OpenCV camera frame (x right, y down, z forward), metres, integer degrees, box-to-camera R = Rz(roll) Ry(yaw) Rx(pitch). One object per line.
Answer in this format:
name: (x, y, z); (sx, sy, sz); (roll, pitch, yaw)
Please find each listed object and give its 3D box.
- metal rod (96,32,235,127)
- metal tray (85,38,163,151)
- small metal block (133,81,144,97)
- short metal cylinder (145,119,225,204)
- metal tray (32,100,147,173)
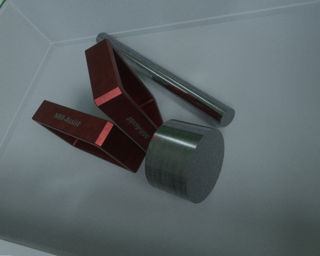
metal rod: (-0.011, -0.085, 0.462); (0.025, 0.025, 0.300); (-47, 52, -5)
metal tray: (-0.036, -0.034, 0.376); (0.030, 0.130, 0.090); (-27, 53, 11)
small metal block: (-0.049, -0.051, 0.446); (0.050, 0.050, 0.025); (-29, 52, 9)
short metal cylinder: (0.029, 0.034, 0.334); (0.050, 0.080, 0.080); (15, 69, 34)
metal tray: (-0.092, 0.011, 0.403); (0.130, 0.090, 0.030); (17, 71, 34)
